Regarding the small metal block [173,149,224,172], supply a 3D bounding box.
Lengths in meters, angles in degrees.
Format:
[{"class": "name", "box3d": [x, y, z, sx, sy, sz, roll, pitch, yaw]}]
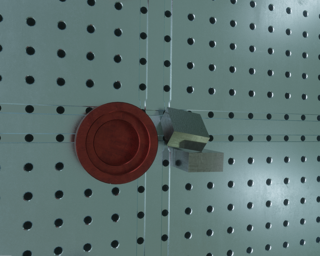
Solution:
[{"class": "small metal block", "box3d": [0.051, 0.043, 0.419, 0.050, 0.050, 0.025, 2, 91, -20]}]

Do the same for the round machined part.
[{"class": "round machined part", "box3d": [-0.055, 0.018, 0.384, 0.099, 0.042, 0.097, 0, 90, -21]}]

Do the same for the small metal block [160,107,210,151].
[{"class": "small metal block", "box3d": [0.032, 0.001, 0.410, 0.050, 0.050, 0.025, 11, 127, -20]}]
